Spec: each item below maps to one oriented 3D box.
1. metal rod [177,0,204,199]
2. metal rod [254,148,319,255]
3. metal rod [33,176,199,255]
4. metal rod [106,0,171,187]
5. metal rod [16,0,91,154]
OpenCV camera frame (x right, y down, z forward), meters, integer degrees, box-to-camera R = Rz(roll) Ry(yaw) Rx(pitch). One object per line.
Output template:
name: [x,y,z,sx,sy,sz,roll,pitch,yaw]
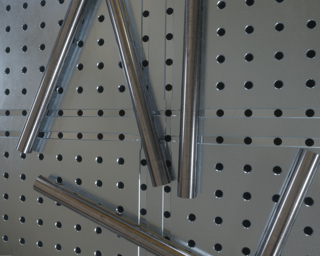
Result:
metal rod: [0.040,-0.061,0.397,0.025,0.025,0.298,2,91,19]
metal rod: [0.122,0.166,0.369,0.025,0.025,0.298,22,97,18]
metal rod: [-0.052,0.137,0.429,0.301,0.025,0.025,21,97,18]
metal rod: [-0.035,-0.069,0.423,0.025,0.025,0.298,-16,85,19]
metal rod: [-0.153,-0.101,0.464,0.025,0.025,0.298,26,98,17]
